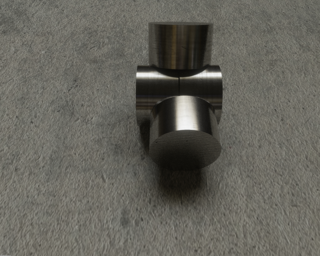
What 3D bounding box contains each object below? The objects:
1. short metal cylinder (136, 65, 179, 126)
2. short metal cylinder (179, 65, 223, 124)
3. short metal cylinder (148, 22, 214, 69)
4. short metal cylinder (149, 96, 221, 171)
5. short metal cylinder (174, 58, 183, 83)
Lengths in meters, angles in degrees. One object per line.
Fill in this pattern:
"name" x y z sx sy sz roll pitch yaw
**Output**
"short metal cylinder" -0.003 -0.042 0.405 0.050 0.080 0.080 1 50 0
"short metal cylinder" 0.049 -0.042 0.404 0.050 0.080 0.080 0 50 0
"short metal cylinder" 0.026 -0.107 0.393 0.081 0.050 0.080 1 22 0
"short metal cylinder" 0.028 0.008 0.363 0.081 0.080 0.050 0 50 0
"short metal cylinder" 0.031 -0.093 0.468 0.081 0.050 0.080 0 50 0
